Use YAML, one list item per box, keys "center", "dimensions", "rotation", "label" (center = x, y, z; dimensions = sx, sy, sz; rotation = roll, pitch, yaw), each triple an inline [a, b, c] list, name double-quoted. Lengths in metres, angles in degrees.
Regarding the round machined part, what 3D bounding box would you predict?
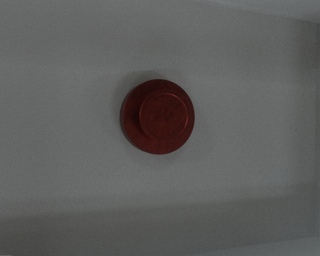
- center: [0.001, -0.014, 0.398]
  dimensions: [0.099, 0.042, 0.097]
  rotation: [0, 90, -20]
  label: "round machined part"
